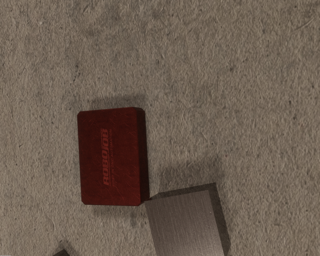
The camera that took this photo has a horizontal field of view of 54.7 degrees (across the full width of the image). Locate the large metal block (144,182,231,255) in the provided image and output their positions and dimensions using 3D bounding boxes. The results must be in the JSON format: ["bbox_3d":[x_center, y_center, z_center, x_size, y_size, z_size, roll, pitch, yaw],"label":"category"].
[{"bbox_3d":[0.035,0.118,0.383,0.080,0.050,0.080,-15,85,19],"label":"large metal block"}]

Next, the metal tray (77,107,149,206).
[{"bbox_3d":[-0.065,0.039,0.428,0.090,0.030,0.129,-4,89,19],"label":"metal tray"}]

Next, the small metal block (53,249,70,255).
[{"bbox_3d":[-0.148,0.219,0.460,0.050,0.025,0.050,43,103,14],"label":"small metal block"}]
